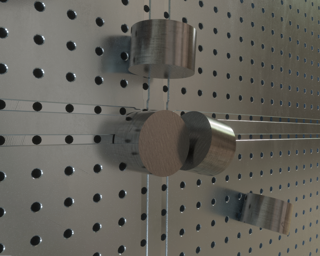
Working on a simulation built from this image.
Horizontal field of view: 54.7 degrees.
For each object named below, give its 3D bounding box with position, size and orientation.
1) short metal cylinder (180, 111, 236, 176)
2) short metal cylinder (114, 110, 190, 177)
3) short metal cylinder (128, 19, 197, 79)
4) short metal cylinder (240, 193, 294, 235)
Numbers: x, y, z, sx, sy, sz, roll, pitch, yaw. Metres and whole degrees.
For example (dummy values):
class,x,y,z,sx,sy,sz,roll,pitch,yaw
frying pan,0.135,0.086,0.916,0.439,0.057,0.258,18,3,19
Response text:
class,x,y,z,sx,sy,sz,roll,pitch,yaw
short metal cylinder,0.055,0.022,0.422,0.050,0.080,0.080,19,78,-39
short metal cylinder,-0.009,0.018,0.387,0.081,0.050,0.079,0,90,-40
short metal cylinder,0.003,-0.093,0.378,0.081,0.080,0.050,6,87,-40
short metal cylinder,0.182,0.146,0.530,0.080,0.080,0.050,27,73,-37
